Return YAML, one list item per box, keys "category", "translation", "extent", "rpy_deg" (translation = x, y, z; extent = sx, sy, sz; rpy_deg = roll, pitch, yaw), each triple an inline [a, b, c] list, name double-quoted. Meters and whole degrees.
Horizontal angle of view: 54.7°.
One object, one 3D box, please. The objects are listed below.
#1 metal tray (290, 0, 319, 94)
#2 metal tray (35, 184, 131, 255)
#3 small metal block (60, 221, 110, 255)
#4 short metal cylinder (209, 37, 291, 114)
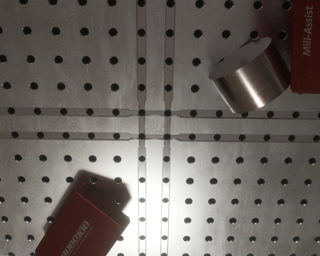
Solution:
- category: "metal tray"
  translation: [0.174, -0.111, 0.340]
  extent: [0.030, 0.091, 0.129]
  rpy_deg: [9, 115, 36]
- category: "metal tray"
  translation: [-0.115, 0.159, 0.454]
  extent: [0.090, 0.030, 0.129]
  rpy_deg: [36, 107, 6]
- category: "small metal block"
  translation: [-0.115, 0.181, 0.479]
  extent: [0.050, 0.025, 0.050]
  rpy_deg: [43, 104, -15]
- category: "short metal cylinder"
  translation: [0.105, -0.061, 0.363]
  extent: [0.080, 0.080, 0.050]
  rpy_deg: [-34, 107, 11]
